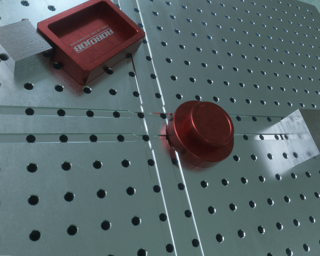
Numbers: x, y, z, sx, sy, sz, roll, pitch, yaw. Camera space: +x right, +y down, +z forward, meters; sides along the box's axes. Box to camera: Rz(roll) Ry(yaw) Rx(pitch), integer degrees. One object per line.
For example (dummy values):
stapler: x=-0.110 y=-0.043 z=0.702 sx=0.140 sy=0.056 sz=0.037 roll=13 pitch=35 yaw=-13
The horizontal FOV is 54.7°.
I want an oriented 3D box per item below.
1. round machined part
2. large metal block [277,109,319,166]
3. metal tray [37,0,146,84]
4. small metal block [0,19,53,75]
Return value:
round machined part: x=0.063 y=0.002 z=0.432 sx=0.099 sy=0.042 sz=0.098 roll=14 pitch=56 yaw=-21
large metal block: x=0.259 y=0.015 z=0.526 sx=0.081 sy=0.050 sz=0.080 roll=0 pitch=62 yaw=-29
metal tray: x=-0.093 y=-0.128 z=0.433 sx=0.090 sy=0.030 sz=0.131 roll=43 pitch=51 yaw=1
small metal block: x=-0.170 y=-0.100 z=0.378 sx=0.050 sy=0.025 sz=0.050 roll=49 pitch=51 yaw=5
